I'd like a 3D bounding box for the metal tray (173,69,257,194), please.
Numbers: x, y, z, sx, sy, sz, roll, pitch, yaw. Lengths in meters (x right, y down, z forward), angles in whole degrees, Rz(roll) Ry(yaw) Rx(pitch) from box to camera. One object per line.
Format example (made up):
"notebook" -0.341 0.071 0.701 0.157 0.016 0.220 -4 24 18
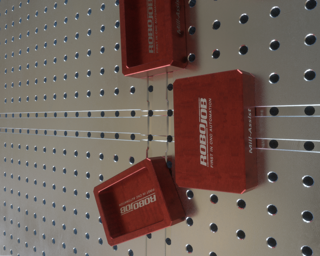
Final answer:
"metal tray" 0.061 0.005 0.357 0.090 0.030 0.129 -2 89 40

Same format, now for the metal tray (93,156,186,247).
"metal tray" -0.034 0.105 0.435 0.130 0.030 0.090 -32 70 35

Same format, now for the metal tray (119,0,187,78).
"metal tray" -0.012 -0.139 0.416 0.090 0.030 0.129 -4 87 40
